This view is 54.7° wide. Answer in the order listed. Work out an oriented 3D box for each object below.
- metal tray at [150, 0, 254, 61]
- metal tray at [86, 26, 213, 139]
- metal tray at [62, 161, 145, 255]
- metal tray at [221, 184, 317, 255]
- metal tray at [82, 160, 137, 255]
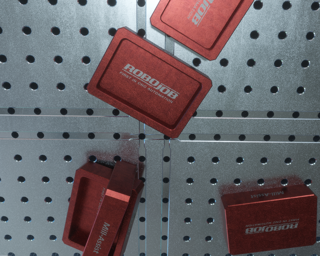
[{"bbox_3d":[0.058,-0.155,0.354,0.090,0.030,0.129,29,107,-11],"label":"metal tray"},{"bbox_3d":[-0.013,-0.055,0.390,0.131,0.030,0.090,29,107,-11],"label":"metal tray"},{"bbox_3d":[-0.083,0.121,0.441,0.090,0.030,0.129,19,110,9],"label":"metal tray"},{"bbox_3d":[0.163,0.138,0.464,0.131,0.030,0.089,-8,110,2],"label":"metal tray"},{"bbox_3d":[-0.070,0.120,0.420,0.030,0.090,0.129,20,108,-6],"label":"metal tray"}]
